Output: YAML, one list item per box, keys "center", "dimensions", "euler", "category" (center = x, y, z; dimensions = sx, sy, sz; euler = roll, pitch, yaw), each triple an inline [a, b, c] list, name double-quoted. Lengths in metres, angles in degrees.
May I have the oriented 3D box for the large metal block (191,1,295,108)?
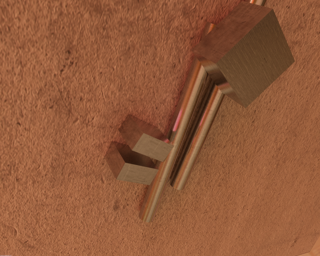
- center: [0.098, -0.084, 0.360]
  dimensions: [0.080, 0.050, 0.080]
  euler: [-44, 130, 2]
  category: "large metal block"

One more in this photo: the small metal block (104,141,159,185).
- center: [-0.037, 0.045, 0.400]
  dimensions: [0.050, 0.050, 0.025]
  euler: [17, 109, -35]
  category: "small metal block"

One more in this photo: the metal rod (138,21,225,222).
- center: [0.023, 0.007, 0.425]
  dimensions: [0.025, 0.025, 0.298]
  euler: [4, 116, -31]
  category: "metal rod"

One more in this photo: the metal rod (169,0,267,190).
- center: [0.075, -0.042, 0.423]
  dimensions: [0.025, 0.025, 0.298]
  euler: [6, 115, -32]
  category: "metal rod"

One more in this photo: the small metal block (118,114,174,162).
- center: [-0.018, 0.012, 0.390]
  dimensions: [0.050, 0.050, 0.025]
  euler: [25, 105, -37]
  category: "small metal block"
